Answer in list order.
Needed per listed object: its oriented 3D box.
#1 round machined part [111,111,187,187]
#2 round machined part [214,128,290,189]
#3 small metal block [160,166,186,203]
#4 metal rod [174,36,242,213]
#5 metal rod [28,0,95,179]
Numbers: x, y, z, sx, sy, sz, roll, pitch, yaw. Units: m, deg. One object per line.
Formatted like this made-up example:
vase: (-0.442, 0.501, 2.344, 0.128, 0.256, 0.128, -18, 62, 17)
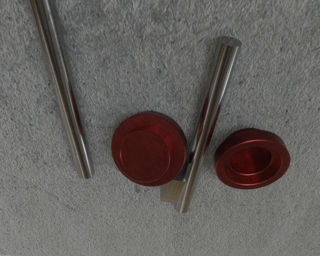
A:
round machined part: (-0.016, 0.030, 0.394, 0.098, 0.042, 0.097, 3, 104, 13)
round machined part: (0.124, 0.039, 0.430, 0.099, 0.042, 0.097, 0, 130, 0)
small metal block: (0.017, 0.074, 0.454, 0.025, 0.050, 0.050, 8, 130, -8)
metal rod: (0.055, 0.020, 0.425, 0.025, 0.025, 0.298, 6, 130, -5)
metal rod: (-0.113, -0.047, 0.366, 0.025, 0.025, 0.298, -1, 130, 0)
